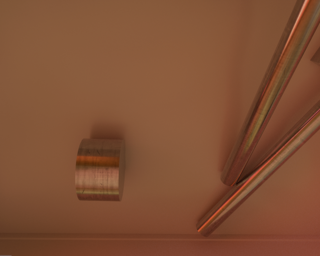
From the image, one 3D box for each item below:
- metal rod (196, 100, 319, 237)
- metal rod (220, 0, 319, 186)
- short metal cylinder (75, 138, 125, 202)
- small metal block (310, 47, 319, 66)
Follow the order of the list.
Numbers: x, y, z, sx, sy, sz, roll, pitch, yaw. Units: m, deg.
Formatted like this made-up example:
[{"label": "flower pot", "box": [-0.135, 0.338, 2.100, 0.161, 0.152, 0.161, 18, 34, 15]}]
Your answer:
[{"label": "metal rod", "box": [0.151, 0.045, 0.416, 0.025, 0.025, 0.299, 33, 111, -12]}, {"label": "metal rod", "box": [0.115, -0.031, 0.336, 0.025, 0.025, 0.298, 6, 136, -3]}, {"label": "short metal cylinder", "box": [-0.074, 0.054, 0.401, 0.050, 0.080, 0.079, 2, 110, -1]}, {"label": "small metal block", "box": [0.226, -0.092, 0.381, 0.050, 0.025, 0.050, 27, 108, -10]}]
